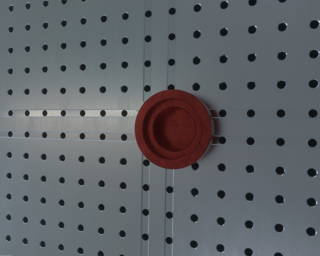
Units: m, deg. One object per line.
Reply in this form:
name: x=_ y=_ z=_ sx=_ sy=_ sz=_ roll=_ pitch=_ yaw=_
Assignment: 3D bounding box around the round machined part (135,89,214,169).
round machined part: x=0.021 y=0.001 z=0.397 sx=0.098 sy=0.042 sz=0.097 roll=0 pitch=90 yaw=20
